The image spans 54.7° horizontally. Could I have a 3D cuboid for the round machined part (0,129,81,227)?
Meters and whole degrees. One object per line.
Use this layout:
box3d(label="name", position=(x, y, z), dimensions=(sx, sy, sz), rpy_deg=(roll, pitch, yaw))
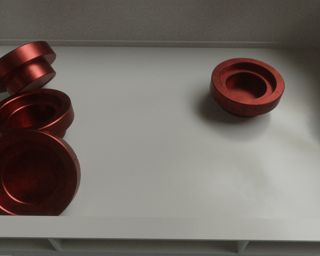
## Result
box3d(label="round machined part", position=(-0.134, 0.050, 0.330), dimensions=(0.099, 0.042, 0.097), rpy_deg=(0, 91, -4))

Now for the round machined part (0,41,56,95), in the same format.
box3d(label="round machined part", position=(-0.187, -0.075, 0.433), dimensions=(0.099, 0.098, 0.042), rpy_deg=(-38, 98, -28))

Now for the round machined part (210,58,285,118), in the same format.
box3d(label="round machined part", position=(0.120, -0.053, 0.439), dimensions=(0.099, 0.042, 0.098), rpy_deg=(0, 50, 0))

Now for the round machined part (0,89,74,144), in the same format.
box3d(label="round machined part", position=(-0.158, -0.007, 0.390), dimensions=(0.099, 0.042, 0.098), rpy_deg=(-2, 38, 2))
